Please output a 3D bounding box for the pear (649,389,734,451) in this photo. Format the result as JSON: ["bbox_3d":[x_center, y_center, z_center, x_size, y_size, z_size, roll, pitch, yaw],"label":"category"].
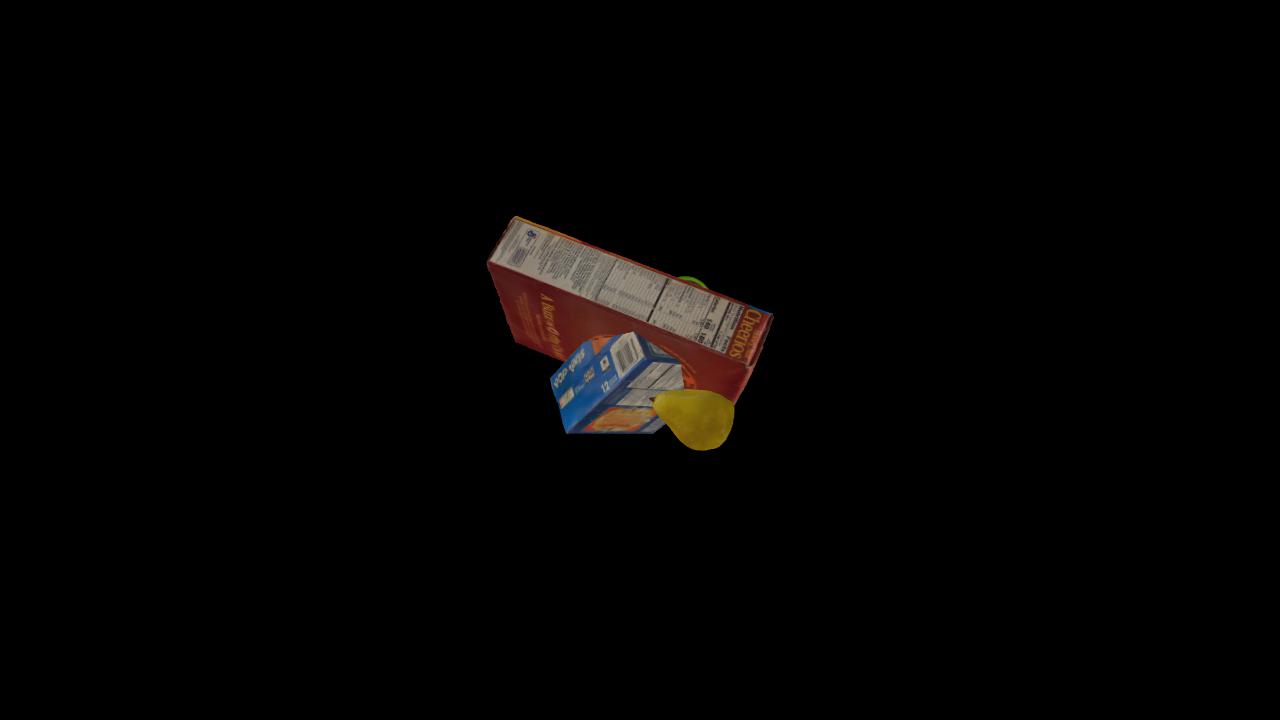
[{"bbox_3d":[0.051,0.062,0.713,0.111,0.080,0.080,12,0,-2],"label":"pear"}]

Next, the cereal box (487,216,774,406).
[{"bbox_3d":[-0.014,-0.035,0.730,0.306,0.081,0.203,21,-22,8],"label":"cereal box"}]

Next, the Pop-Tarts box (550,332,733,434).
[{"bbox_3d":[-0.001,0.016,0.734,0.141,0.083,0.167,6,-36,-39],"label":"Pop-Tarts box"}]

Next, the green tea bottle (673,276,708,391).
[{"bbox_3d":[0.055,-0.063,0.769,0.073,0.073,0.212,0,-2,-1],"label":"green tea bottle"}]
